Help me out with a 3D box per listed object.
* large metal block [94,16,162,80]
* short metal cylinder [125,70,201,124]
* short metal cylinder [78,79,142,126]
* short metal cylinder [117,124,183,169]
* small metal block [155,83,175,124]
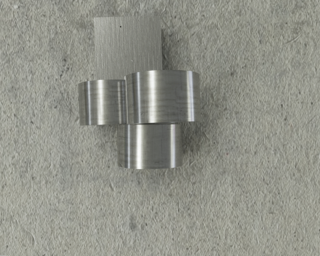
[{"bbox_3d":[-0.038,-0.095,0.399,0.081,0.050,0.080,-2,90,0],"label":"large metal block"},{"bbox_3d":[0.003,-0.031,0.334,0.081,0.080,0.050,-2,90,0],"label":"short metal cylinder"},{"bbox_3d":[-0.059,-0.029,0.384,0.081,0.080,0.050,-2,90,0],"label":"short metal cylinder"},{"bbox_3d":[-0.012,0.021,0.384,0.081,0.080,0.050,0,90,0],"label":"short metal cylinder"},{"bbox_3d":[0.007,-0.030,0.401,0.025,0.050,0.050,1,90,0],"label":"small metal block"}]
